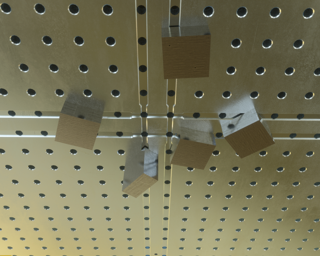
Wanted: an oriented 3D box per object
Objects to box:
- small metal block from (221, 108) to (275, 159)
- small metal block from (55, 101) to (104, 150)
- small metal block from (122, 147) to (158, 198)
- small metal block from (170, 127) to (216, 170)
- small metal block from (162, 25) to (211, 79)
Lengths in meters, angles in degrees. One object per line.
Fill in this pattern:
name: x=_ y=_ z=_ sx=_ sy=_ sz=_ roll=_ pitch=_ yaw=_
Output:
small metal block: x=0.119 y=0.008 z=0.419 sx=0.050 sy=0.025 sz=0.050 roll=-29 pitch=125 yaw=22
small metal block: x=-0.107 y=-0.002 z=0.409 sx=0.050 sy=0.025 sz=0.050 roll=16 pitch=128 yaw=-13
small metal block: x=-0.028 y=0.065 z=0.450 sx=0.025 sy=0.050 sz=0.050 roll=32 pitch=123 yaw=-24
small metal block: x=0.045 y=0.029 z=0.437 sx=0.050 sy=0.025 sz=0.050 roll=11 pitch=129 yaw=-10
small metal block: x=0.028 y=-0.083 z=0.341 sx=0.050 sy=0.025 sz=0.050 roll=-3 pitch=130 yaw=2
